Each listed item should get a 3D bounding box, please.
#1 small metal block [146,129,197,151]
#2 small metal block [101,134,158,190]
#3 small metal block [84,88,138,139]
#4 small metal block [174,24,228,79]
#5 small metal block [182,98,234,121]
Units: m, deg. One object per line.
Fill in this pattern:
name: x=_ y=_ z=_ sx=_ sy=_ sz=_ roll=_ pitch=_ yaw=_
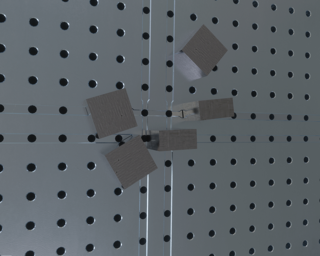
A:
small metal block: x=0.014 y=0.015 z=0.404 sx=0.050 sy=0.050 sz=0.025 roll=-2 pitch=91 yaw=-20
small metal block: x=-0.039 y=0.042 z=0.398 sx=0.050 sy=0.025 sz=0.050 roll=-31 pitch=100 yaw=-17
small metal block: x=-0.062 y=-0.018 z=0.390 sx=0.050 sy=0.025 sz=0.050 roll=-19 pitch=97 yaw=-19
small metal block: x=0.058 y=-0.106 z=0.433 sx=0.050 sy=0.025 sz=0.050 roll=42 pitch=77 yaw=-15
small metal block: x=0.065 y=-0.025 z=0.423 sx=0.050 sy=0.050 sz=0.025 roll=-7 pitch=93 yaw=-20
